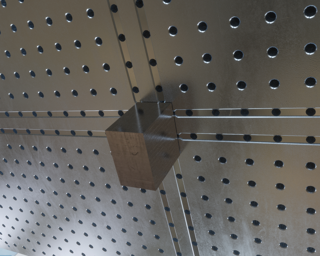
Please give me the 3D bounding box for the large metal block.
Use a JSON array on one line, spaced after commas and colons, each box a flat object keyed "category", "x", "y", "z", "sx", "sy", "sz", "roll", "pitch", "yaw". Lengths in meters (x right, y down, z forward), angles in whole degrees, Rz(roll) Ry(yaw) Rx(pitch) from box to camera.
[{"category": "large metal block", "x": -0.018, "y": 0.020, "z": 0.395, "sx": 0.050, "sy": 0.080, "sz": 0.079, "roll": 3, "pitch": 120, "yaw": 26}]
